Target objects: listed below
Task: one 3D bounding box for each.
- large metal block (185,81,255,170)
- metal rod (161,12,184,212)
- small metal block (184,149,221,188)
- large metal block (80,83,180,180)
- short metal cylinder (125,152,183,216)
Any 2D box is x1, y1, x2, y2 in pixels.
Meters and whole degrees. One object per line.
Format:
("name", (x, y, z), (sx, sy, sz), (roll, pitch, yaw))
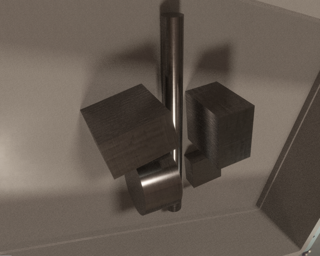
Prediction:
("large metal block", (0.077, -0.005, 0.414), (0.050, 0.080, 0.079), (-19, 126, -18))
("metal rod", (0.018, 0.001, 0.420), (0.025, 0.025, 0.298), (-15, 125, -20))
("small metal block", (0.067, 0.059, 0.484), (0.050, 0.025, 0.050), (-20, 126, -17))
("large metal block", (-0.036, 0.000, 0.355), (0.080, 0.080, 0.050), (-25, 128, -13))
("short metal cylinder", (-0.011, 0.069, 0.411), (0.050, 0.080, 0.079), (-14, 125, -21))
